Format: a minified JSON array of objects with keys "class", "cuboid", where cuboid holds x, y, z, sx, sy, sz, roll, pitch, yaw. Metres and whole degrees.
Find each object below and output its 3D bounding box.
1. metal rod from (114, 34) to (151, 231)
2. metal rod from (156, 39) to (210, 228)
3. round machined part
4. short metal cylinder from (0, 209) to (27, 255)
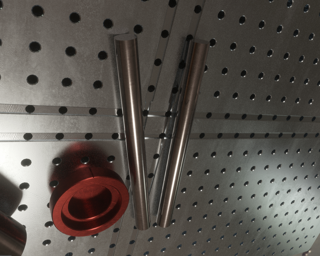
[{"class":"metal rod","cuboid":[-0.032,0.028,0.412,0.025,0.025,0.298,-16,125,-20]},{"class":"metal rod","cuboid":[0.027,0.025,0.443,0.025,0.025,0.298,-6,121,-26]},{"class":"round machined part","cuboid":[-0.094,0.091,0.406,0.099,0.042,0.097,-14,125,-21]},{"class":"short metal cylinder","cuboid":[-0.201,0.131,0.347,0.080,0.080,0.050,-34,129,-6]}]
